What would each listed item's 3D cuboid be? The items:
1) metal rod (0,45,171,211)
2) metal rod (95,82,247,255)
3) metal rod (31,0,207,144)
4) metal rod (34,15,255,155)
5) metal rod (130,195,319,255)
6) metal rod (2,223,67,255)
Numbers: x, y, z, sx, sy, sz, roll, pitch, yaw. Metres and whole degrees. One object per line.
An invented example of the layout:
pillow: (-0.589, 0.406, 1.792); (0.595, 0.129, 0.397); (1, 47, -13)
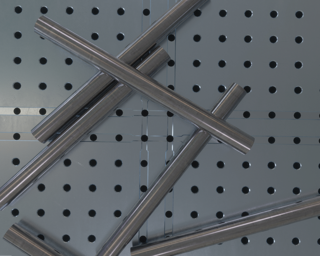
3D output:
metal rod: (-0.105, 0.000, 0.412); (0.300, 0.025, 0.025); (-42, 90, 0)
metal rod: (0.013, 0.064, 0.413); (0.025, 0.025, 0.300); (38, 90, 0)
metal rod: (-0.049, -0.088, 0.412); (0.300, 0.025, 0.025); (-41, 90, 0)
metal rod: (-0.019, -0.053, 0.387); (0.301, 0.025, 0.025); (30, 90, 0)
metal rod: (0.109, 0.132, 0.414); (0.301, 0.025, 0.025); (-15, 90, 0)
metal rod: (-0.075, 0.220, 0.413); (0.301, 0.025, 0.025); (34, 90, 0)
